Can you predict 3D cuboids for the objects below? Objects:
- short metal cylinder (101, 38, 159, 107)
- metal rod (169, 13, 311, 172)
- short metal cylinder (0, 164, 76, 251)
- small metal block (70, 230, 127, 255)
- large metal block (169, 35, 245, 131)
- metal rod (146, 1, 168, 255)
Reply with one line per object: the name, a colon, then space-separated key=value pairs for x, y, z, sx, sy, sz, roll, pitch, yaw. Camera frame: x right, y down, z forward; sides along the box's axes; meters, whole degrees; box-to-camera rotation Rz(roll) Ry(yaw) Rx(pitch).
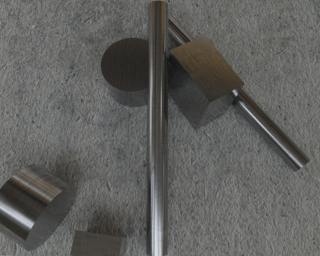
short metal cylinder: x=-0.036 y=-0.074 z=0.422 sx=0.081 sy=0.050 sz=0.080 roll=0 pitch=70 yaw=0
metal rod: x=0.089 y=-0.064 z=0.432 sx=0.025 sy=0.025 sz=0.300 roll=-36 pitch=74 yaw=-12
short metal cylinder: x=-0.140 y=0.087 z=0.346 sx=0.050 sy=0.080 sz=0.080 roll=30 pitch=73 yaw=10
small metal block: x=-0.066 y=0.132 z=0.346 sx=0.050 sy=0.050 sz=0.025 roll=8 pitch=70 yaw=3
large metal block: x=0.051 y=-0.055 z=0.397 sx=0.050 sy=0.080 sz=0.080 roll=-28 pitch=73 yaw=-17
metal rod: x=-0.003 y=-0.004 z=0.372 sx=0.025 sy=0.025 sz=0.298 roll=0 pitch=84 yaw=0
